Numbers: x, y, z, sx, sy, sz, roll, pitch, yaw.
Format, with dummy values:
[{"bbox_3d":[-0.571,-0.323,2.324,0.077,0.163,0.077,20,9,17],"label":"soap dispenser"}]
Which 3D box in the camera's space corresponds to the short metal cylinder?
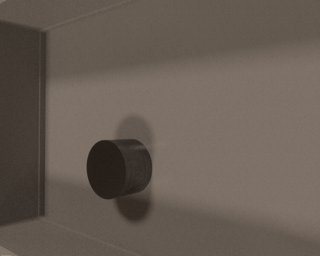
[{"bbox_3d":[-0.058,0.056,0.436,0.080,0.050,0.079,0,90,39],"label":"short metal cylinder"}]
